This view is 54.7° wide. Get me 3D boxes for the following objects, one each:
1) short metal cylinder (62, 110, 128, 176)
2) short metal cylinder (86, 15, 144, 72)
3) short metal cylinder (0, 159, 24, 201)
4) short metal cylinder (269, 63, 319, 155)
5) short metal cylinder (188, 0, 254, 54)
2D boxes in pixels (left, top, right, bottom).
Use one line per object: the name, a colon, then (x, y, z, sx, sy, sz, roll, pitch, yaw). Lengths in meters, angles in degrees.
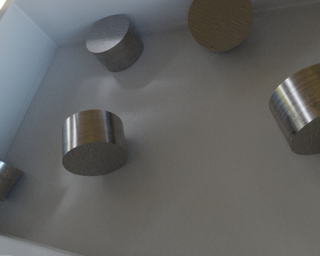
short metal cylinder: (-0.085, 0.021, 0.402, 0.080, 0.080, 0.050, -24, 53, 14)
short metal cylinder: (-0.074, -0.140, 0.515, 0.080, 0.050, 0.080, -13, 56, 21)
short metal cylinder: (-0.255, 0.069, 0.463, 0.080, 0.080, 0.050, 16, 71, 34)
short metal cylinder: (0.155, -0.017, 0.299, 0.080, 0.080, 0.050, -24, 53, 13)
short metal cylinder: (0.079, -0.141, 0.408, 0.080, 0.050, 0.079, 2, 99, 10)
